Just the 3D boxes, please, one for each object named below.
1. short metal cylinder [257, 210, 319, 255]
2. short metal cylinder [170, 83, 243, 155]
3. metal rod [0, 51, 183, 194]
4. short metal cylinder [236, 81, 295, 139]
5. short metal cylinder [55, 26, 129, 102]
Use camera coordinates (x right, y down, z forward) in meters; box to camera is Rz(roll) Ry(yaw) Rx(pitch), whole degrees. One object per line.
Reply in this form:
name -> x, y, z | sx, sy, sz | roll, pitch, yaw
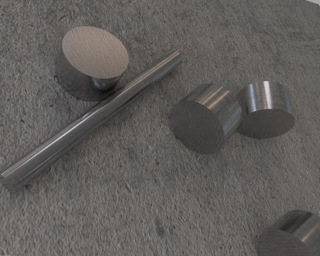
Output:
short metal cylinder -> 0.165, 0.146, 0.369 | 0.050, 0.080, 0.080 | -21, 73, -36
short metal cylinder -> 0.060, -0.012, 0.408 | 0.080, 0.080, 0.050 | 46, 51, 4
metal rod -> -0.060, -0.028, 0.387 | 0.025, 0.025, 0.302 | 45, 51, 2
short metal cylinder -> 0.157, -0.025, 0.468 | 0.081, 0.080, 0.050 | 17, 55, -19
short metal cylinder -> -0.086, -0.080, 0.390 | 0.081, 0.050, 0.080 | 14, 56, -21
